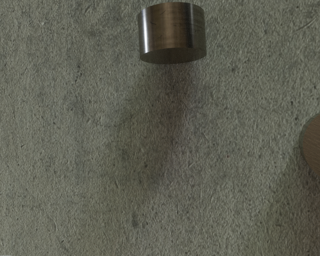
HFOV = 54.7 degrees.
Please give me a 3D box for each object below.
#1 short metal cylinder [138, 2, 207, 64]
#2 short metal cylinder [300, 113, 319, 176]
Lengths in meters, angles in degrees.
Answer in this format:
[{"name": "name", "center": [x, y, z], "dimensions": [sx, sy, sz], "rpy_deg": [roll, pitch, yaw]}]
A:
[{"name": "short metal cylinder", "center": [0.015, -0.111, 0.375], "dimensions": [0.080, 0.080, 0.050], "rpy_deg": [-3, 89, 20]}, {"name": "short metal cylinder", "center": [0.193, 0.017, 0.328], "dimensions": [0.080, 0.050, 0.080], "rpy_deg": [0, 90, 20]}]
